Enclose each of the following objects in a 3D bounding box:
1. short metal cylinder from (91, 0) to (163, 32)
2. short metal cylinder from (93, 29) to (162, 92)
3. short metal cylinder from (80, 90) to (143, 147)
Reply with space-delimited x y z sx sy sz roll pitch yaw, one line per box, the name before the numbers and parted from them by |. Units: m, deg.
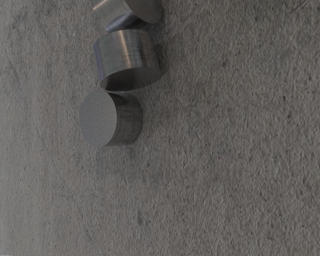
short metal cylinder | -0.042 -0.164 0.404 0.050 0.081 0.080 -17 79 39
short metal cylinder | -0.043 -0.085 0.405 0.080 0.081 0.050 -21 77 38
short metal cylinder | -0.071 -0.013 0.447 0.080 0.050 0.080 0 90 40
